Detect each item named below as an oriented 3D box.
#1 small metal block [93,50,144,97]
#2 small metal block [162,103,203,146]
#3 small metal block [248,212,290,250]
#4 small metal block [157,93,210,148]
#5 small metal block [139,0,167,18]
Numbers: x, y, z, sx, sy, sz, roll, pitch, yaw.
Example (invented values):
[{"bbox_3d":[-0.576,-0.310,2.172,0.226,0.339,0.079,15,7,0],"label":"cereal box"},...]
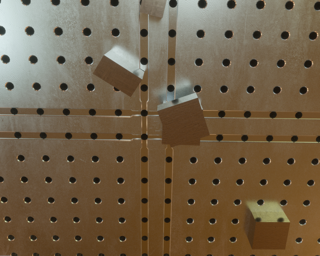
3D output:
[{"bbox_3d":[-0.048,-0.067,0.375,0.050,0.050,0.025,32,107,-11],"label":"small metal block"},{"bbox_3d":[0.028,-0.005,0.412,0.050,0.025,0.050,2,110,-1],"label":"small metal block"},{"bbox_3d":[0.165,0.156,0.472,0.050,0.025,0.050,1,110,-1],"label":"small metal block"},{"bbox_3d":[0.029,-0.010,0.383,0.050,0.025,0.050,-18,109,6],"label":"small metal block"},{"bbox_3d":[-0.004,-0.151,0.344,0.025,0.050,0.050,13,110,-5],"label":"small metal block"}]
